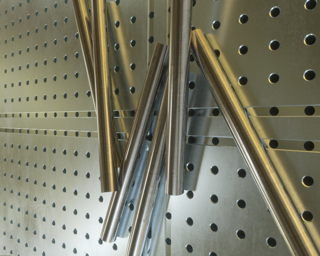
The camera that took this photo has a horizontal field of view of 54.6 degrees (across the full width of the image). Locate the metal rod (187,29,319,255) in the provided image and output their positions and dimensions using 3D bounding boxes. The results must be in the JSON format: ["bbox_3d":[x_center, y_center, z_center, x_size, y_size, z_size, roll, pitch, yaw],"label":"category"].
[{"bbox_3d":[0.097,0.020,0.329,0.025,0.025,0.299,-35,68,34],"label":"metal rod"}]

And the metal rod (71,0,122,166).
[{"bbox_3d":[-0.102,-0.080,0.494,0.025,0.025,0.299,-24,75,38],"label":"metal rod"}]

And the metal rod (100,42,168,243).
[{"bbox_3d":[-0.037,0.030,0.440,0.025,0.025,0.298,28,107,36],"label":"metal rod"}]

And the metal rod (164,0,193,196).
[{"bbox_3d":[0.022,-0.065,0.365,0.025,0.025,0.298,11,105,39],"label":"metal rod"}]

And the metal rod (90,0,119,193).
[{"bbox_3d":[-0.084,-0.056,0.462,0.025,0.025,0.299,-15,75,39],"label":"metal rod"}]

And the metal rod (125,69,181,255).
[{"bbox_3d":[-0.010,0.069,0.418,0.025,0.025,0.298,22,104,38],"label":"metal rod"}]
